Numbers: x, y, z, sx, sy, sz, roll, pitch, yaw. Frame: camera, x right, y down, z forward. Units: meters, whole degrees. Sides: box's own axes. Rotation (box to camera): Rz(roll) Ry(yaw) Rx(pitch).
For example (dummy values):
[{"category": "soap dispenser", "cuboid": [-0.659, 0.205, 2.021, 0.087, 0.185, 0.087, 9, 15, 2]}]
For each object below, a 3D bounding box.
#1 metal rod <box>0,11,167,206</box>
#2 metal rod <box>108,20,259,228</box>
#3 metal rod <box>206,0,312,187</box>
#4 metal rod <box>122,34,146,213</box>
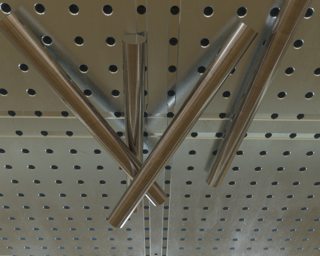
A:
[{"category": "metal rod", "cuboid": [-0.079, -0.004, 0.384, 0.025, 0.025, 0.300, -25, 119, 20]}, {"category": "metal rod", "cuboid": [0.016, 0.011, 0.376, 0.025, 0.025, 0.299, 25, 112, -20]}, {"category": "metal rod", "cuboid": [0.111, -0.029, 0.387, 0.025, 0.025, 0.298, 8, 130, -7]}, {"category": "metal rod", "cuboid": [-0.035, 0.019, 0.426, 0.025, 0.025, 0.298, 2, 130, -2]}]
